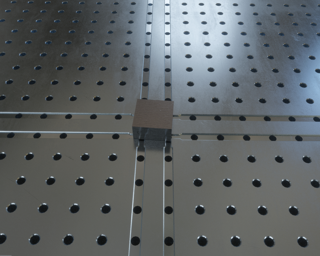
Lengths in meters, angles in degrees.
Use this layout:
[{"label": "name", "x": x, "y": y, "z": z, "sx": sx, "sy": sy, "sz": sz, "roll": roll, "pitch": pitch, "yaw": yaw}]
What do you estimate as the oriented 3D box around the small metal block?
[{"label": "small metal block", "x": -0.008, "y": -0.011, "z": 0.417, "sx": 0.050, "sy": 0.025, "sz": 0.050, "roll": 4, "pitch": 50, "yaw": 3}]
